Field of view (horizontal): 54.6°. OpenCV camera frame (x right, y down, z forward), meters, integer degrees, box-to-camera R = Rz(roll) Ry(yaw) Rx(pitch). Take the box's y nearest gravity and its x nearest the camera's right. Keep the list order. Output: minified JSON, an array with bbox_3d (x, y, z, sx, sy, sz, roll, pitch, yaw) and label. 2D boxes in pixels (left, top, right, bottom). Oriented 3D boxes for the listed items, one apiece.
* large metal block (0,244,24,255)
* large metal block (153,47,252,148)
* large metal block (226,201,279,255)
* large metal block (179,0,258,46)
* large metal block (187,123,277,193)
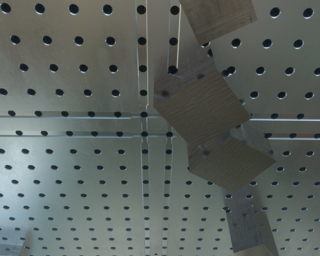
[{"bbox_3d":[-0.326,0.280,0.630,0.080,0.050,0.079,8,130,-7],"label":"large metal block"},{"bbox_3d":[0.049,-0.033,0.367,0.080,0.050,0.080,-30,124,23],"label":"large metal block"},{"bbox_3d":[0.161,0.188,0.536,0.050,0.080,0.080,-27,125,21],"label":"large metal block"},{"bbox_3d":[0.038,-0.131,0.264,0.050,0.080,0.080,-21,127,17],"label":"large metal block"},{"bbox_3d":[0.095,0.035,0.425,0.080,0.050,0.080,27,125,-22],"label":"large metal block"}]
